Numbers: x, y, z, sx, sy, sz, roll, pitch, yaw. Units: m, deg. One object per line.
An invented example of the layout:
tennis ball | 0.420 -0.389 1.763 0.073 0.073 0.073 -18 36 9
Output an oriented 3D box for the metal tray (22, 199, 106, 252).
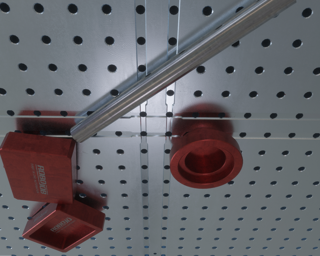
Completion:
metal tray | -0.170 0.173 0.548 0.090 0.030 0.130 35 126 -26

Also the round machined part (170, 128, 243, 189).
round machined part | 0.062 0.038 0.434 0.099 0.042 0.097 0 130 0

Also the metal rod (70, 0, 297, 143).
metal rod | 0.007 -0.062 0.359 0.300 0.025 0.025 -31 124 23

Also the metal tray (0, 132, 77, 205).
metal tray | -0.171 0.063 0.451 0.091 0.030 0.129 8 137 -7
